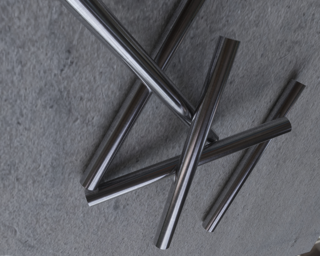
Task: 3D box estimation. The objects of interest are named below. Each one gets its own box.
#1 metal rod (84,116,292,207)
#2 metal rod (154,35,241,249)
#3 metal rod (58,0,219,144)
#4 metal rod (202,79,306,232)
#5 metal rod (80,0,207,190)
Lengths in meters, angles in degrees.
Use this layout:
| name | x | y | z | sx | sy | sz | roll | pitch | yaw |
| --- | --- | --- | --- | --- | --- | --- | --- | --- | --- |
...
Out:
| name | x | y | z | sx | sy | sz | roll | pitch | yaw |
| --- | --- | --- | --- | --- | --- | --- | --- | --- | --- |
| metal rod | 0.044 | 0.044 | 0.434 | 0.302 | 0.025 | 0.025 | -19 | 127 | -8 |
| metal rod | 0.040 | 0.034 | 0.398 | 0.025 | 0.025 | 0.298 | 3 | 115 | -30 |
| metal rod | 0.002 | -0.046 | 0.346 | 0.025 | 0.025 | 0.300 | -46 | 140 | 3 |
| metal rod | 0.153 | 0.056 | 0.527 | 0.025 | 0.025 | 0.298 | 15 | 111 | -35 |
| metal rod | -0.017 | -0.051 | 0.367 | 0.025 | 0.025 | 0.298 | 21 | 107 | -36 |
